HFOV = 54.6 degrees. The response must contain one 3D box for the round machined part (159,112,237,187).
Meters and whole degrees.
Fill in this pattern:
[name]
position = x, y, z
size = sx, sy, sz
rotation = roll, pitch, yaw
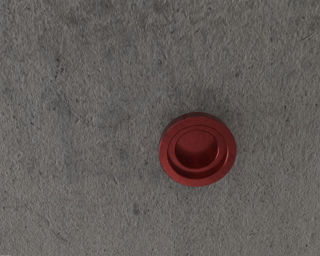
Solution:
[round machined part]
position = 0.047, 0.025, 0.410
size = 0.099, 0.042, 0.097
rotation = 0, 110, 0
